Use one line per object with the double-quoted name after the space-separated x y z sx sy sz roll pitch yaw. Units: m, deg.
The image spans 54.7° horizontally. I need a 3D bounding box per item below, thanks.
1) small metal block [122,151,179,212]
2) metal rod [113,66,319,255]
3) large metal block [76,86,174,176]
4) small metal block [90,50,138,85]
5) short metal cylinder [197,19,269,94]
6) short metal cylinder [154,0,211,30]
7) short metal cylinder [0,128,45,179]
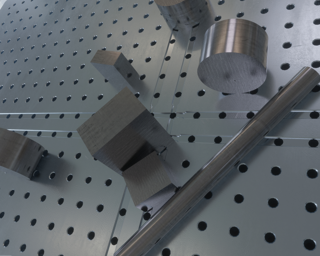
-0.012 0.064 0.375 0.050 0.025 0.050 -34 51 5 "small metal block"
0.066 0.043 0.347 0.300 0.025 0.025 -44 51 -3 "metal rod"
-0.041 0.009 0.389 0.080 0.080 0.050 -41 51 0 "large metal block"
-0.072 -0.096 0.489 0.050 0.050 0.025 15 70 34 "small metal block"
0.089 -0.085 0.378 0.080 0.080 0.050 -2 61 27 "short metal cylinder"
0.036 -0.207 0.500 0.080 0.050 0.080 -13 56 21 "short metal cylinder"
-0.223 0.039 0.466 0.080 0.080 0.050 6 65 31 "short metal cylinder"
